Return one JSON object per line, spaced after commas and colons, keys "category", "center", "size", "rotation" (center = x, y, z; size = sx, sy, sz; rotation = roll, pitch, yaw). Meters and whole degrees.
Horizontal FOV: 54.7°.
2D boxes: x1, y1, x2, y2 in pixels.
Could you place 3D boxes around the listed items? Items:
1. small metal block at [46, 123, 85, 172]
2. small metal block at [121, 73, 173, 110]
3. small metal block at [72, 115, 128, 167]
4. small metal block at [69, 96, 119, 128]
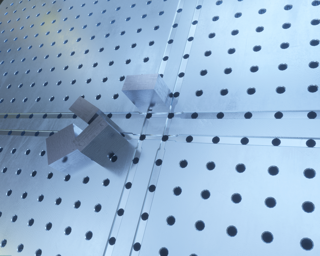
{"category": "small metal block", "center": [-0.140, 0.029, 0.462], "size": [0.050, 0.025, 0.050], "rotation": [-29, 52, 9]}
{"category": "small metal block", "center": [-0.016, -0.049, 0.430], "size": [0.050, 0.050, 0.025], "rotation": [2, 63, 28]}
{"category": "small metal block", "center": [-0.080, 0.018, 0.422], "size": [0.050, 0.050, 0.025], "rotation": [-45, 51, -3]}
{"category": "small metal block", "center": [-0.096, -0.015, 0.450], "size": [0.050, 0.050, 0.025], "rotation": [31, 79, 37]}
